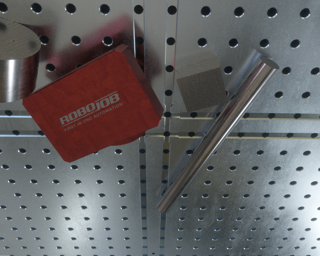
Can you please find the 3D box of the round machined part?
[{"bbox_3d":[-0.060,-0.028,0.376,0.099,0.042,0.097,0,130,0],"label":"round machined part"}]

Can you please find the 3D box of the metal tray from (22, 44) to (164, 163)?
[{"bbox_3d":[-0.073,-0.024,0.345,0.130,0.030,0.090,-23,111,18],"label":"metal tray"}]

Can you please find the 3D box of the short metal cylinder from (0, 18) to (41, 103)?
[{"bbox_3d":[-0.166,-0.070,0.313,0.081,0.080,0.050,15,128,-13],"label":"short metal cylinder"}]

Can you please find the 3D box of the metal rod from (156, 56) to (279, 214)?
[{"bbox_3d":[0.065,0.030,0.438,0.025,0.025,0.298,18,128,-15],"label":"metal rod"}]

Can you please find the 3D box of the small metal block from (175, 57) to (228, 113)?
[{"bbox_3d":[0.050,-0.051,0.369,0.050,0.025,0.050,-14,129,11],"label":"small metal block"}]
